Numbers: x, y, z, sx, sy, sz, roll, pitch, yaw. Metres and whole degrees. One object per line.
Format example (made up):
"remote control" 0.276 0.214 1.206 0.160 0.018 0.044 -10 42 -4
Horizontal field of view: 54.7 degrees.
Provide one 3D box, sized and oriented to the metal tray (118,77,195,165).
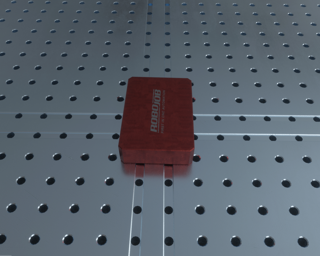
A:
"metal tray" -0.002 -0.014 0.415 0.091 0.030 0.130 2 50 1
